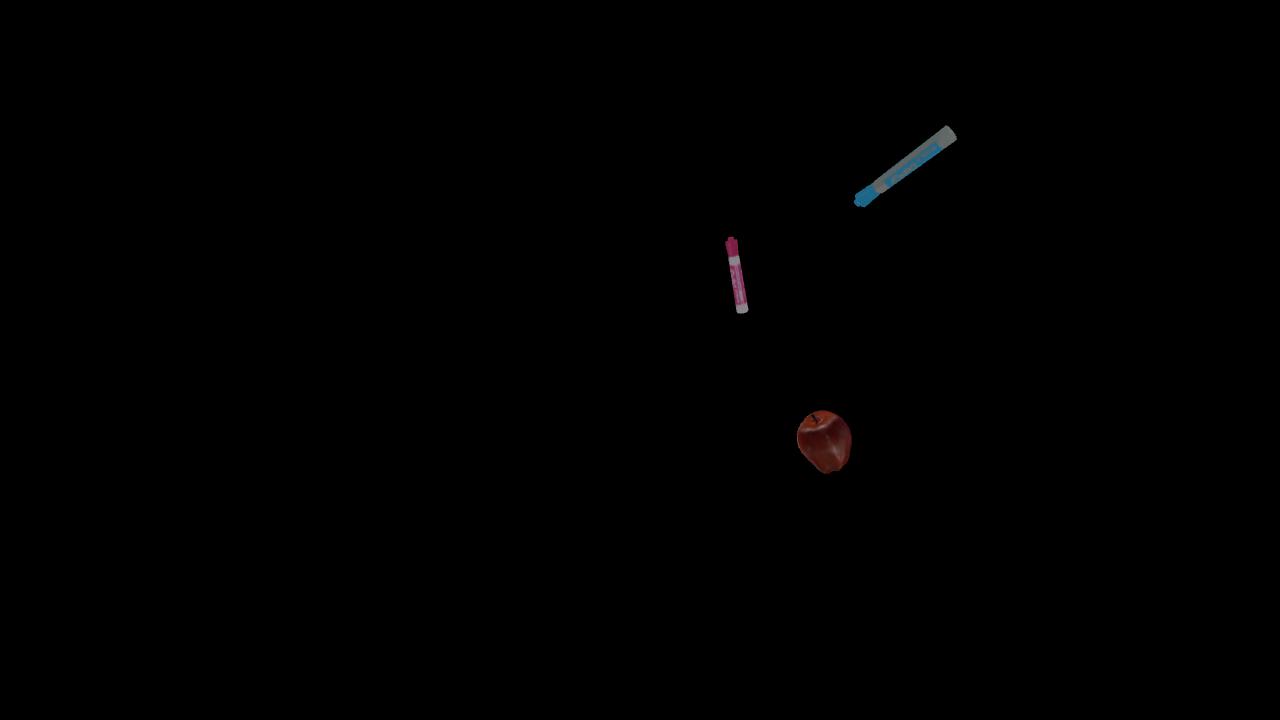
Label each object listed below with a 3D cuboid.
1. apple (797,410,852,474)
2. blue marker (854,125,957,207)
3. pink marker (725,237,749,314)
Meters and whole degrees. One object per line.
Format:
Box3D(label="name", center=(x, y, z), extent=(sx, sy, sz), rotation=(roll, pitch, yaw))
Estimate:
Box3D(label="apple", center=(0.275, 0.120, 0.918), extent=(0.079, 0.093, 0.079), rotation=(-23, 14, 6))
Box3D(label="blue marker", center=(0.288, -0.210, 0.679), extent=(0.020, 0.020, 0.121), rotation=(0, -26, -41))
Box3D(label="pink marker", center=(0.149, -0.131, 0.948), extent=(0.020, 0.121, 0.020), rotation=(-12, 23, 5))
